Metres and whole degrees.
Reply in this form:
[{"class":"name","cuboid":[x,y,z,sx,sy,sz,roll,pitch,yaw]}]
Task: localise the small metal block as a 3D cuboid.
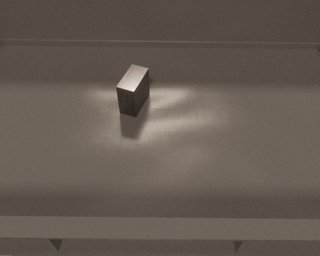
[{"class":"small metal block","cuboid":[-0.036,-0.052,0.432,0.025,0.050,0.050,16,52,13]}]
